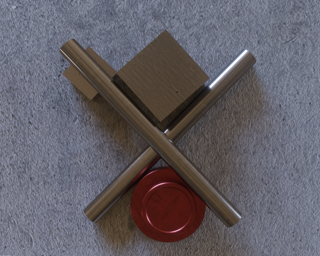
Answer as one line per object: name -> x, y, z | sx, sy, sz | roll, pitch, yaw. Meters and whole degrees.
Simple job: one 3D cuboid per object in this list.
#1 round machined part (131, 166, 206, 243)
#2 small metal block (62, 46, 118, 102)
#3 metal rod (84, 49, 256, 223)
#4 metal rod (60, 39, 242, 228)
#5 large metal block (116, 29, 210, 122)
round machined part -> 0.011, 0.101, 0.402 | 0.099, 0.042, 0.097 | 0, 90, -1
small metal block -> -0.090, -0.071, 0.411 | 0.050, 0.025, 0.050 | 43, 90, -1
metal rod -> 0.014, 0.010, 0.413 | 0.025, 0.025, 0.300 | 45, 89, -1
metal rod -> -0.011, 0.007, 0.385 | 0.025, 0.025, 0.300 | -44, 91, 0
large metal block -> 0.004, -0.064, 0.400 | 0.080, 0.050, 0.080 | -42, 91, 0
